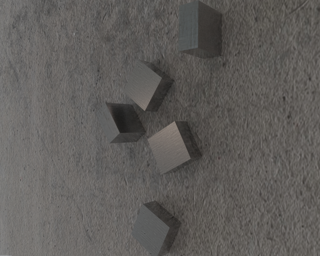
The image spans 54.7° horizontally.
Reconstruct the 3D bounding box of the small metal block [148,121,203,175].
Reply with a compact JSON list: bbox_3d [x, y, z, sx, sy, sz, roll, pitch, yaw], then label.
[{"bbox_3d":[0.018,0.025,0.390,0.050,0.025,0.050,-34,69,34],"label":"small metal block"}]

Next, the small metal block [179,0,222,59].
[{"bbox_3d":[0.046,-0.109,0.350,0.025,0.050,0.050,1,91,40],"label":"small metal block"}]

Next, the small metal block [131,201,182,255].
[{"bbox_3d":[-0.006,0.133,0.410,0.050,0.025,0.050,33,110,35],"label":"small metal block"}]

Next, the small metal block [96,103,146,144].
[{"bbox_3d":[-0.054,-0.007,0.434,0.025,0.050,0.050,-43,64,32],"label":"small metal block"}]

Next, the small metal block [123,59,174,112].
[{"bbox_3d":[-0.016,-0.057,0.419,0.050,0.025,0.050,43,116,31],"label":"small metal block"}]
